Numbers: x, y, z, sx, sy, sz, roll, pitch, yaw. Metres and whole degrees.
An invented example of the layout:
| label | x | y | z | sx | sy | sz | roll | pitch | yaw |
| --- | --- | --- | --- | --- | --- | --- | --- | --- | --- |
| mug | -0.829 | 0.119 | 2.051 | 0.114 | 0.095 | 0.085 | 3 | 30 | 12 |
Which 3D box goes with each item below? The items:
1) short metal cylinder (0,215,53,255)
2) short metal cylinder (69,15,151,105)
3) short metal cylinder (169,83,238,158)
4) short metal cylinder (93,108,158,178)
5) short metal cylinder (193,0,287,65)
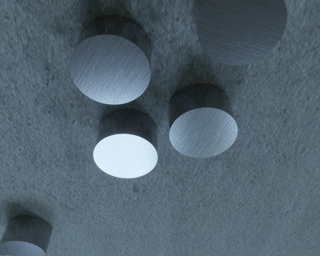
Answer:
| label | x | y | z | sx | sy | sz | roll | pitch | yaw |
| --- | --- | --- | --- | --- | --- | --- | --- | --- | --- |
| short metal cylinder | -0.242 | 0.202 | 0.559 | 0.081 | 0.050 | 0.079 | 0 | 130 | 0 |
| short metal cylinder | -0.050 | -0.072 | 0.329 | 0.081 | 0.050 | 0.079 | 0 | 130 | 0 |
| short metal cylinder | 0.051 | -0.008 | 0.385 | 0.081 | 0.050 | 0.079 | 0 | 130 | 0 |
| short metal cylinder | -0.043 | 0.021 | 0.408 | 0.081 | 0.050 | 0.079 | 0 | 130 | 0 |
| short metal cylinder | 0.074 | -0.108 | 0.300 | 0.081 | 0.050 | 0.079 | 0 | 130 | 0 |
